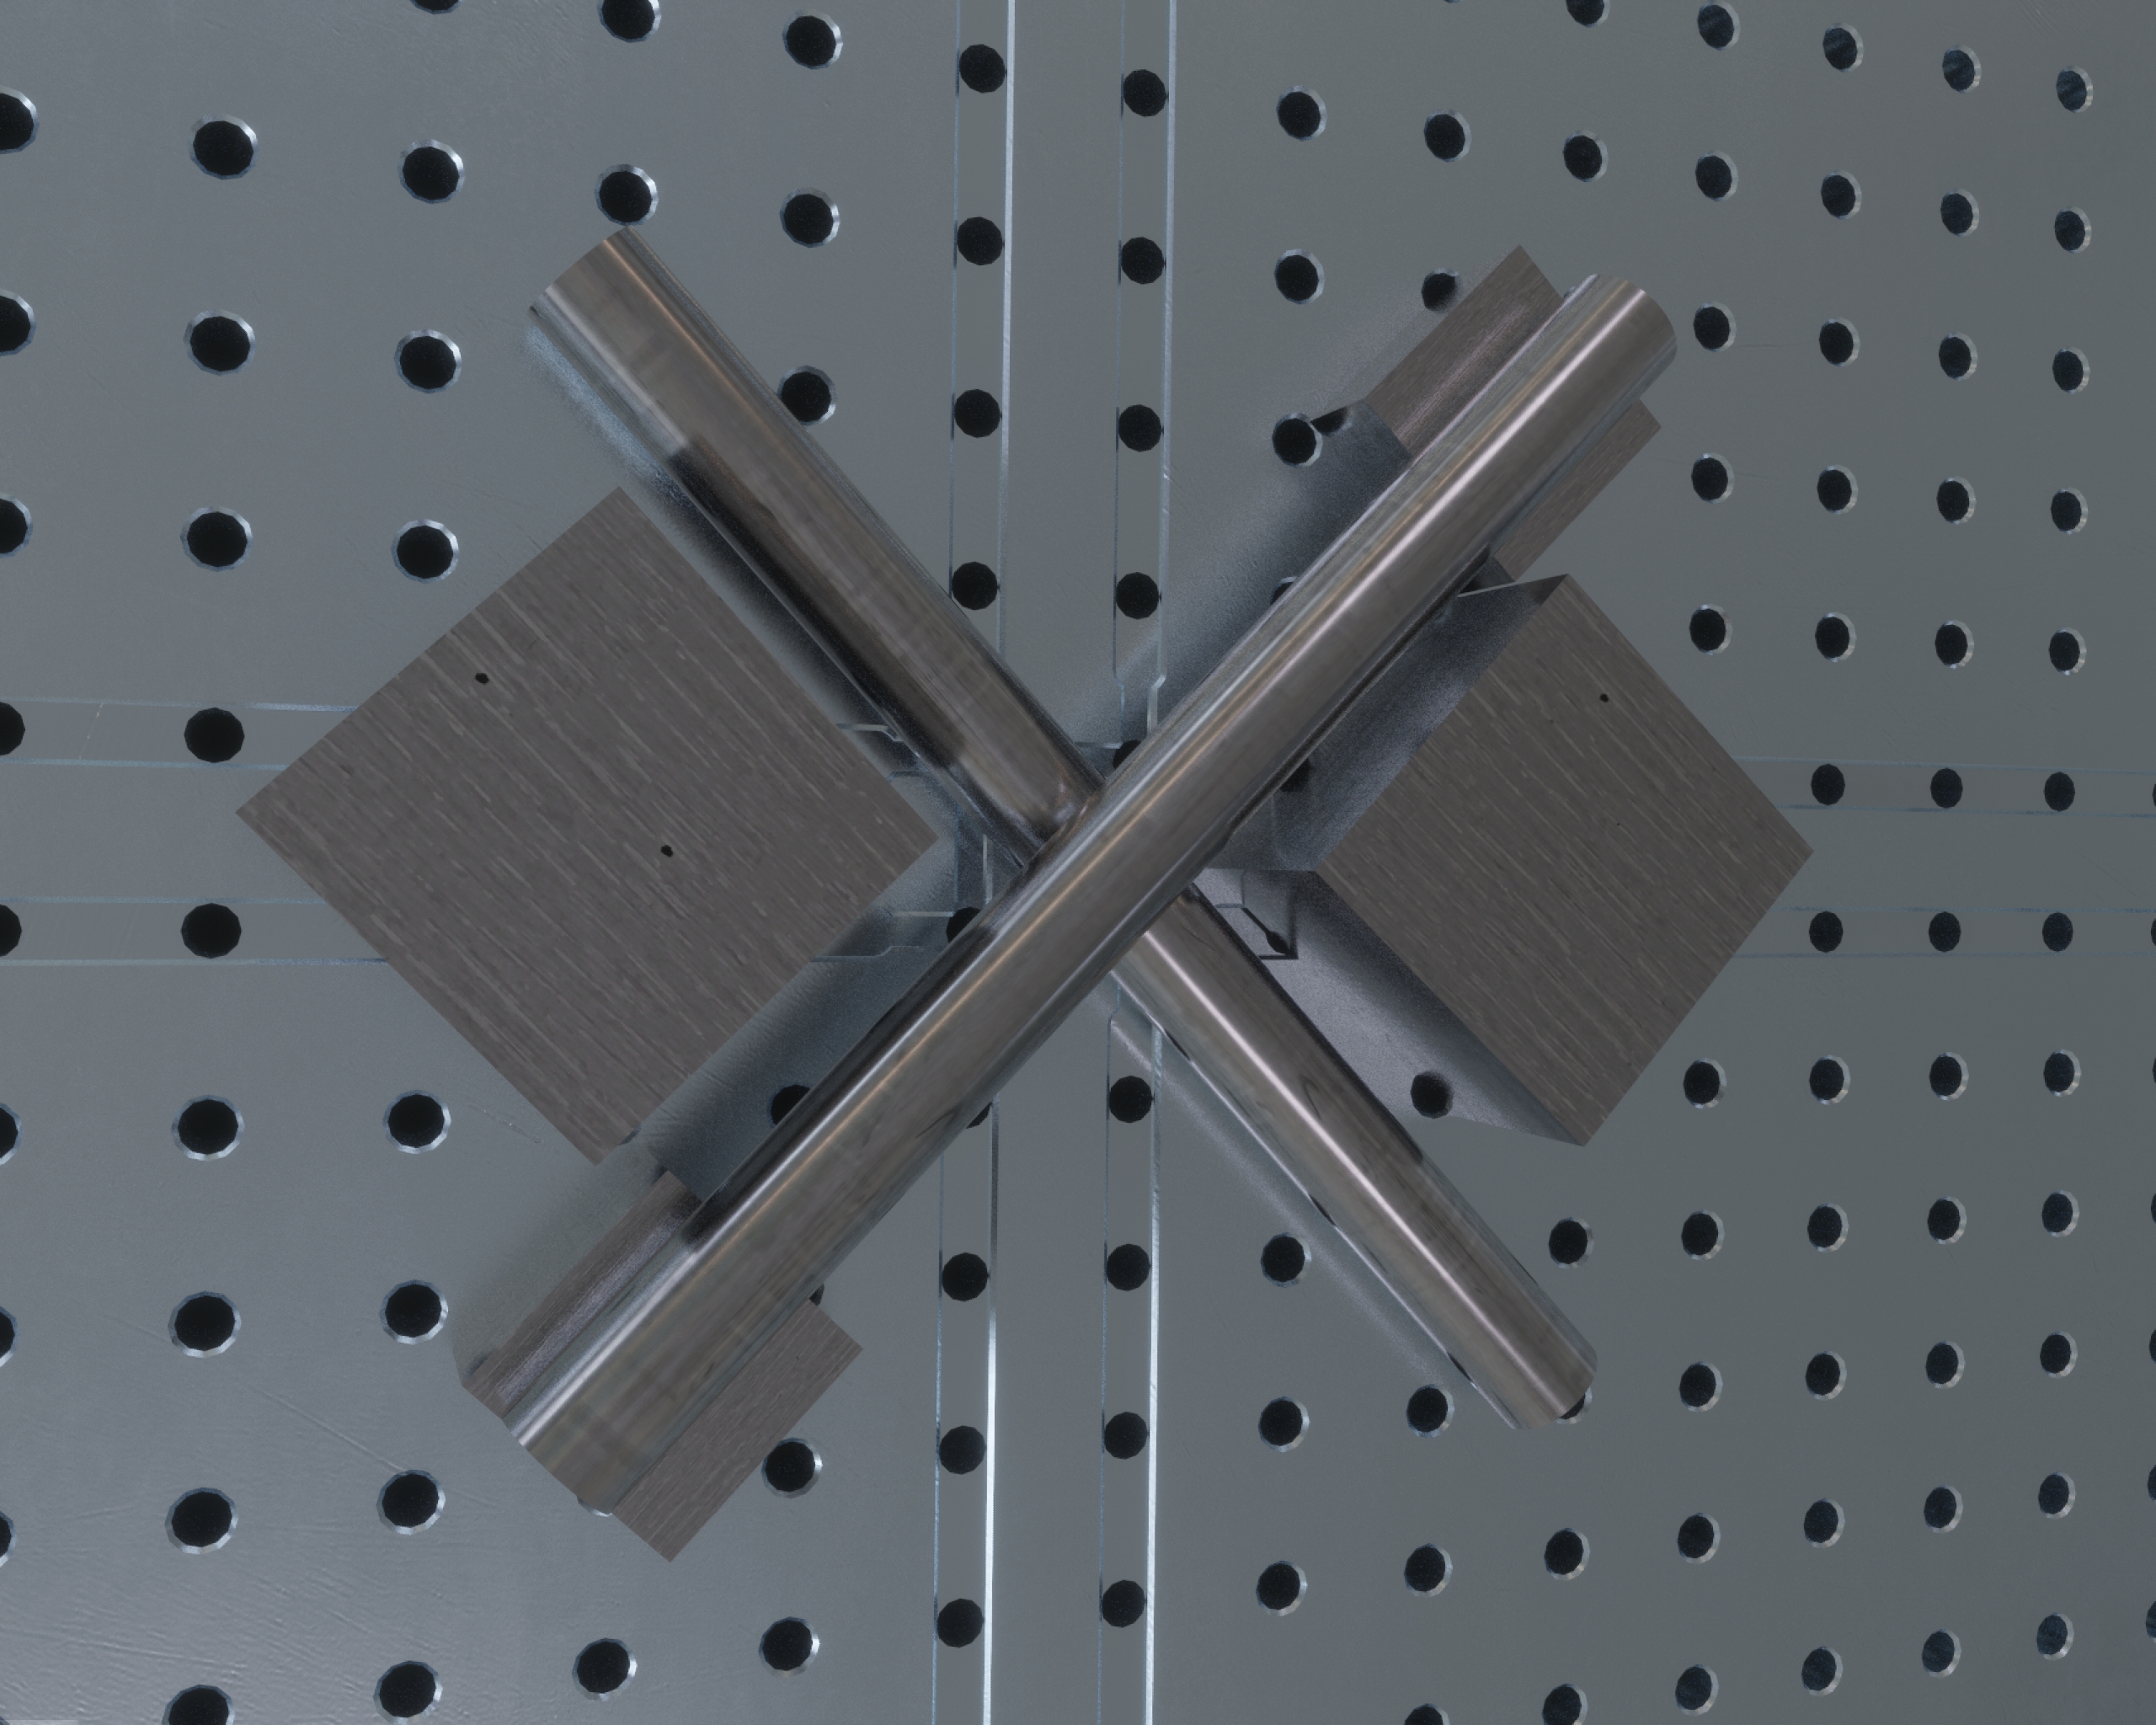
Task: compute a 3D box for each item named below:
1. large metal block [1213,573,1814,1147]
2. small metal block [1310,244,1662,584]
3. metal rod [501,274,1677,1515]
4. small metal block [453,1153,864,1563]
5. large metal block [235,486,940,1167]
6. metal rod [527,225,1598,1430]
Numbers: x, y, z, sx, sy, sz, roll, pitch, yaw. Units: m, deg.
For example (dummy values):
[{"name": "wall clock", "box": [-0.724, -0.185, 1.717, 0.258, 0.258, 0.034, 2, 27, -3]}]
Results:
[{"name": "large metal block", "box": [0.089, -0.001, 0.432, 0.080, 0.050, 0.080, 45, 76, -15]}, {"name": "small metal block", "box": [0.087, -0.093, 0.445, 0.050, 0.025, 0.050, -46, 104, -14]}, {"name": "metal rod", "box": [0.012, -0.004, 0.390, 0.301, 0.025, 0.025, -47, 105, -14]}, {"name": "small metal block", "box": [-0.077, 0.090, 0.384, 0.050, 0.025, 0.050, 46, 76, -14]}, {"name": "large metal block", "box": [-0.086, -0.006, 0.368, 0.080, 0.050, 0.080, -45, 104, -14]}, {"name": "metal rod", "box": [0.005, 0.003, 0.413, 0.025, 0.025, 0.300, -45, 104, -14]}]
